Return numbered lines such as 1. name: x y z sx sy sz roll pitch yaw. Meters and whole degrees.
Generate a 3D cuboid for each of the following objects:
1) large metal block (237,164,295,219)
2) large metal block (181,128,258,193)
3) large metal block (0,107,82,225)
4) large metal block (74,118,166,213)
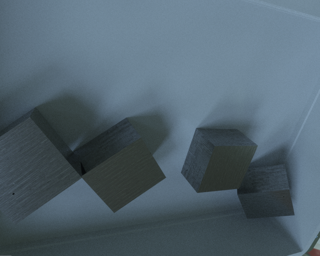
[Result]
1. large metal block: 0.183 0.112 0.537 0.080 0.050 0.080 -11 132 21
2. large metal block: 0.088 0.048 0.470 0.081 0.050 0.079 1 118 -29
3. large metal block: -0.141 0.037 0.324 0.080 0.050 0.080 -36 111 -5
4. large metal block: -0.051 0.048 0.394 0.080 0.050 0.080 -34 129 -7
